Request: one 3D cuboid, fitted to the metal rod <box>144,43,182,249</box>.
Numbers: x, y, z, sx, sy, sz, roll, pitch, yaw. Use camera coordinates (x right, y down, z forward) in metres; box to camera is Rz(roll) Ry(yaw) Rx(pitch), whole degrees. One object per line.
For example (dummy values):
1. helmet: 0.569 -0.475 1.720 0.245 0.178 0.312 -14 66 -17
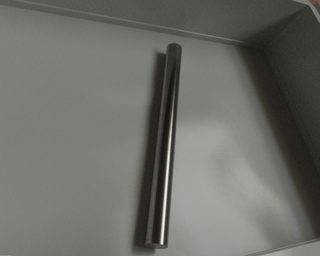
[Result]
1. metal rod: 0.009 0.000 0.407 0.025 0.025 0.300 18 55 -18
